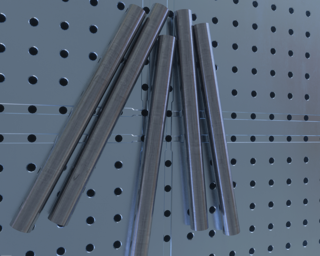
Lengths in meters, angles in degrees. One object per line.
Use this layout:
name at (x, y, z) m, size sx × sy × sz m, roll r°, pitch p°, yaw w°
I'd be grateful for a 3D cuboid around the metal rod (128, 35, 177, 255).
metal rod at (-0.010, 0.027, 0.409) m, size 0.025 × 0.025 × 0.299 m, roll 9°, pitch 87°, yaw -20°

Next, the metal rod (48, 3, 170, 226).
metal rod at (-0.060, -0.024, 0.391) m, size 0.025 × 0.025 × 0.299 m, roll 27°, pitch 81°, yaw -18°

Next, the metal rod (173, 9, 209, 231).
metal rod at (0.043, -0.009, 0.428) m, size 0.025 × 0.025 × 0.298 m, roll -5°, pitch 92°, yaw -20°

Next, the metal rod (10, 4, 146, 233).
metal rod at (-0.094, -0.019, 0.377) m, size 0.025 × 0.025 × 0.299 m, roll 29°, pitch 80°, yaw -18°

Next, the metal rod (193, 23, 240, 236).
metal rod at (0.080, 0.004, 0.441) m, size 0.025 × 0.025 × 0.298 m, roll -11°, pitch 94°, yaw -20°
